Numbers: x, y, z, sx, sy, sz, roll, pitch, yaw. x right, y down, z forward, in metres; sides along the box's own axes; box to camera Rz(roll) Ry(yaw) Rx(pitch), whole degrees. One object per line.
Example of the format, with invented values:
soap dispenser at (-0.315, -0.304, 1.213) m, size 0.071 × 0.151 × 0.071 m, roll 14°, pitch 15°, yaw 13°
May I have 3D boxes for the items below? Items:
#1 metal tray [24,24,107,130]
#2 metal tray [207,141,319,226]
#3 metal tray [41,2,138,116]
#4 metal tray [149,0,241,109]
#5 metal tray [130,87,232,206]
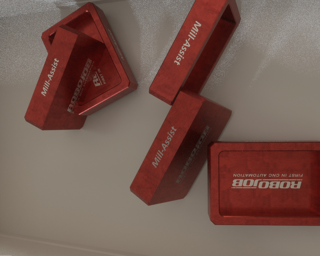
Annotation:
metal tray at (-0.119, -0.062, 0.417) m, size 0.030 × 0.090 × 0.129 m, roll 26°, pitch 98°, yaw 17°
metal tray at (0.120, 0.060, 0.345) m, size 0.131 × 0.030 × 0.089 m, roll 0°, pitch 90°, yaw 3°
metal tray at (-0.098, -0.093, 0.430) m, size 0.090 × 0.030 × 0.130 m, roll -27°, pitch 83°, yaw 14°
metal tray at (0.044, -0.087, 0.360) m, size 0.030 × 0.090 × 0.129 m, roll 32°, pitch 100°, yaw 17°
metal tray at (0.028, 0.025, 0.363) m, size 0.030 × 0.090 × 0.129 m, roll 33°, pitch 101°, yaw 30°
